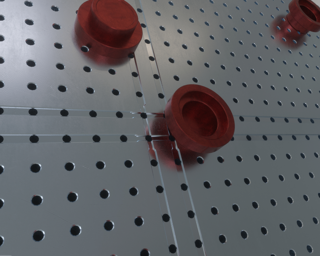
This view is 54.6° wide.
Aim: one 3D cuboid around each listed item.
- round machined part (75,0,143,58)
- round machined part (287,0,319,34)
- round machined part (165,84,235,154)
[{"bbox_3d":[-0.071,-0.154,0.453,0.099,0.042,0.098,13,56,-21],"label":"round machined part"},{"bbox_3d":[0.347,-0.267,0.745,0.099,0.042,0.098,13,56,-21],"label":"round machined part"},{"bbox_3d":[0.051,-0.009,0.429,0.099,0.042,0.098,13,56,-21],"label":"round machined part"}]
